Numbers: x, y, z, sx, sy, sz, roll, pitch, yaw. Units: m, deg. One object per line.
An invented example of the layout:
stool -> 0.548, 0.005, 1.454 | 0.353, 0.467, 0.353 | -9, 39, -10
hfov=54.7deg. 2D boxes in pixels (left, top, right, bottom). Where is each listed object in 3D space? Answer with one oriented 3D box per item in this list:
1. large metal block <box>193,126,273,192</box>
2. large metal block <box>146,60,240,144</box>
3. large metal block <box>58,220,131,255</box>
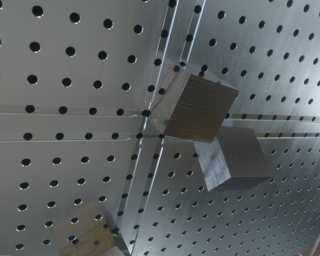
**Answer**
large metal block -> 0.105, 0.045, 0.454 | 0.081, 0.080, 0.050 | 5, 146, -31
large metal block -> 0.041, -0.031, 0.400 | 0.081, 0.050, 0.079 | 12, 112, -34
large metal block -> -0.093, 0.201, 0.470 | 0.080, 0.050, 0.080 | -31, 129, -9
